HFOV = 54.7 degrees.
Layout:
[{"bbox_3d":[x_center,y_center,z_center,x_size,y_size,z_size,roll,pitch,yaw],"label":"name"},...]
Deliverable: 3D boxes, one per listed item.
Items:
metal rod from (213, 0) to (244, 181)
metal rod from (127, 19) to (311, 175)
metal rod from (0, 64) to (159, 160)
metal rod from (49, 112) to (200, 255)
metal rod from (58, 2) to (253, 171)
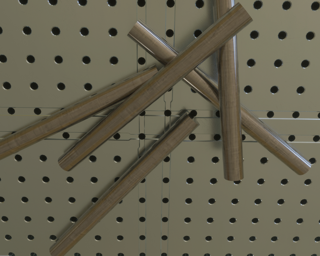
[{"bbox_3d":[0.079,-0.081,0.364,0.025,0.025,0.298,-6,103,2],"label":"metal rod"},{"bbox_3d":[0.085,-0.032,0.402,0.301,0.025,0.025,37,106,-13],"label":"metal rod"},{"bbox_3d":[-0.136,-0.007,0.408,0.301,0.025,0.025,-25,109,8],"label":"metal rod"},{"bbox_3d":[-0.059,0.090,0.445,0.025,0.025,0.299,41,105,-14],"label":"metal rod"},{"bbox_3d":[-0.021,-0.036,0.376,0.299,0.025,0.025,-38,106,21],"label":"metal rod"}]
